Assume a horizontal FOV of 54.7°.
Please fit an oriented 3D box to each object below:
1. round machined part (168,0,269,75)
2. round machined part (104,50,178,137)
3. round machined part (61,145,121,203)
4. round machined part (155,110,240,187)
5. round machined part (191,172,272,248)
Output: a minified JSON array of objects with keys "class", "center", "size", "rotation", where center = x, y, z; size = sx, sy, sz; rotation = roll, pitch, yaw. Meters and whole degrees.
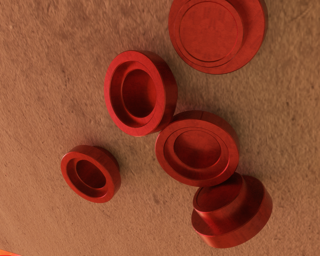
[{"class":"round machined part","center":[0.053,-0.099,0.306],"size":[0.098,0.042,0.097],"rotation":[13,124,20]},{"class":"round machined part","center":[-0.018,-0.041,0.364],"size":[0.098,0.042,0.097],"rotation":[11,107,39]},{"class":"round machined part","center":[-0.104,0.068,0.490],"size":[0.098,0.042,0.097],"rotation":[13,124,20]},{"class":"round machined part","center":[0.047,0.021,0.377],"size":[0.098,0.042,0.097],"rotation":[8,122,13]},{"class":"round machined part","center":[0.079,0.090,0.371],"size":[0.098,0.098,0.042],"rotation":[-23,111,36]}]
